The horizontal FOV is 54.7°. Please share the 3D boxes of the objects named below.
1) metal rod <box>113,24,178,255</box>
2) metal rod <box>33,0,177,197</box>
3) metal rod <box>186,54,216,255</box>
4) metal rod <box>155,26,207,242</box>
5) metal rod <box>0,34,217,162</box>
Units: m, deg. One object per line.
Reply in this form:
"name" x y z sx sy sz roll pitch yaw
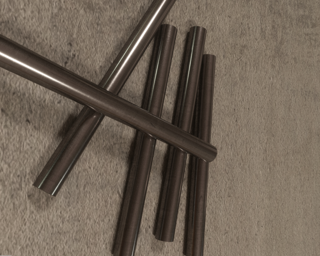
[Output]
"metal rod" -0.016 0.012 0.392 0.025 0.025 0.299 18 79 -39
"metal rod" -0.051 -0.061 0.363 0.025 0.025 0.300 42 64 -32
"metal rod" 0.061 0.041 0.458 0.025 0.025 0.298 7 86 -40
"metal rod" 0.031 0.002 0.432 0.025 0.025 0.299 16 80 -39
"metal rod" -0.038 -0.017 0.340 0.301 0.025 0.025 26 74 -37
